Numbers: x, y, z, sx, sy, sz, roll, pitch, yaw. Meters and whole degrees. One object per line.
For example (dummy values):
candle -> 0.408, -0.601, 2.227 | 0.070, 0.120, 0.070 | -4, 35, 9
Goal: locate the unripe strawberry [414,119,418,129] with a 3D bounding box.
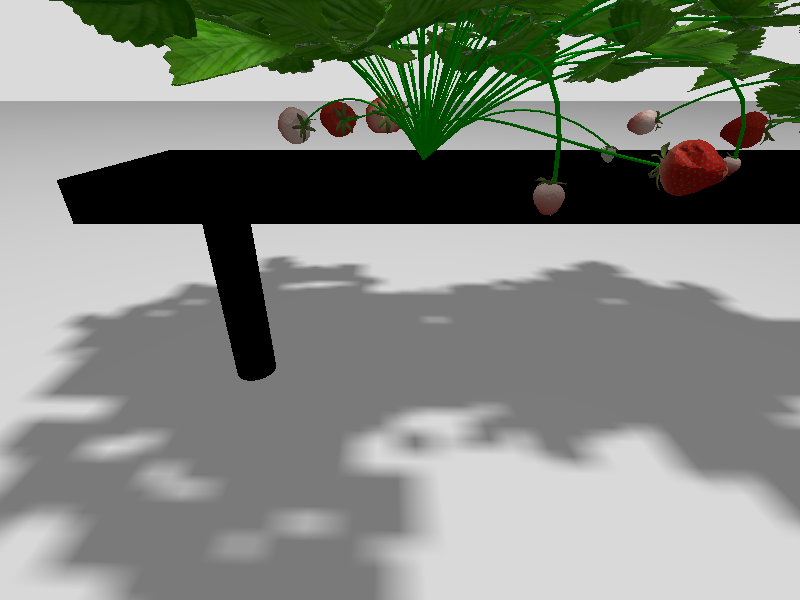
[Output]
unripe strawberry -> 0.030, -0.207, 0.478 | 0.026, 0.028, 0.028 | 2, 27, 3

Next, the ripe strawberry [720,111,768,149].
ripe strawberry -> 0.339, -0.168, 0.396 | 0.035, 0.034, 0.032 | 13, 30, 29

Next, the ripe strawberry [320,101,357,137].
ripe strawberry -> -0.075, -0.216, 0.478 | 0.043, 0.039, 0.039 | -14, 30, -25

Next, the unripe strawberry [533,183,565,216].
unripe strawberry -> 0.064, -0.044, 0.173 | 0.013, 0.014, 0.015 | -7, 29, -12

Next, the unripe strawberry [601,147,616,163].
unripe strawberry -> 0.168, -0.117, 0.322 | 0.010, 0.012, 0.012 | -9, 27, 9

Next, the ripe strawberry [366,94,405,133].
ripe strawberry -> -0.019, -0.236, 0.507 | 0.052, 0.045, 0.052 | -5, 28, -9

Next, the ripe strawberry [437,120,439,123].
ripe strawberry -> 0.042, -0.248, 0.553 | 0.024, 0.028, 0.027 | 2, -21, 4

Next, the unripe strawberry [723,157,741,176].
unripe strawberry -> 0.212, -0.086, 0.257 | 0.011, 0.011, 0.011 | 11, 30, 20

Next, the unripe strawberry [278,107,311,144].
unripe strawberry -> -0.116, -0.187, 0.431 | 0.038, 0.037, 0.035 | 22, 35, 36

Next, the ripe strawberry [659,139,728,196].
ripe strawberry -> 0.153, -0.068, 0.209 | 0.029, 0.029, 0.032 | 25, 37, 38

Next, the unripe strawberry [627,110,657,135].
unripe strawberry -> 0.299, -0.219, 0.495 | 0.032, 0.027, 0.032 | -23, 23, -36
